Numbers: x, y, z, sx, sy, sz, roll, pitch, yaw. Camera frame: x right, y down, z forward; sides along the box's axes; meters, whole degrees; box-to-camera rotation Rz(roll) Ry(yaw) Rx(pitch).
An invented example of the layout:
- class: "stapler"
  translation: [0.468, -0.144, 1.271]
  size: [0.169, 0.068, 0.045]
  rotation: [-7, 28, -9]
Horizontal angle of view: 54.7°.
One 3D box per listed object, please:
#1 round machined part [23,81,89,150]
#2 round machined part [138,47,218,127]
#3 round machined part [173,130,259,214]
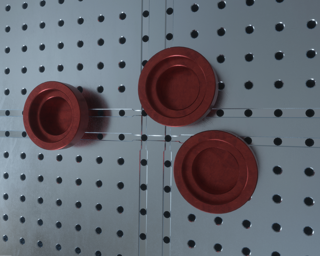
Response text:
- class: "round machined part"
  translation: [-0.146, -0.018, 0.454]
  size: [0.098, 0.042, 0.097]
  rotation: [0, 90, 19]
- class: "round machined part"
  translation: [0.025, -0.050, 0.394]
  size: [0.098, 0.042, 0.097]
  rotation: [0, 90, 19]
- class: "round machined part"
  translation: [0.070, 0.051, 0.379]
  size: [0.098, 0.042, 0.097]
  rotation: [0, 90, 19]
